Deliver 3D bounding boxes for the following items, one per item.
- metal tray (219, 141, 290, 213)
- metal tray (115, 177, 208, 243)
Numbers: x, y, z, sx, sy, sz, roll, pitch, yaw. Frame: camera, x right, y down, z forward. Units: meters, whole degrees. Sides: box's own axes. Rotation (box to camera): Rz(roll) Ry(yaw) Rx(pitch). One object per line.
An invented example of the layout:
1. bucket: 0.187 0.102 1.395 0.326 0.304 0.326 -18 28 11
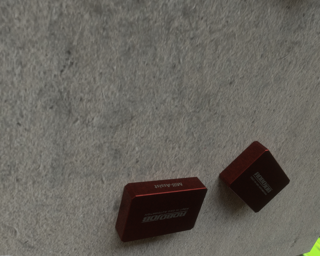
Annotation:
1. metal tray: 0.174 0.091 0.558 0.090 0.030 0.130 -44 130 2
2. metal tray: 0.003 0.126 0.485 0.131 0.030 0.089 0 118 -29
